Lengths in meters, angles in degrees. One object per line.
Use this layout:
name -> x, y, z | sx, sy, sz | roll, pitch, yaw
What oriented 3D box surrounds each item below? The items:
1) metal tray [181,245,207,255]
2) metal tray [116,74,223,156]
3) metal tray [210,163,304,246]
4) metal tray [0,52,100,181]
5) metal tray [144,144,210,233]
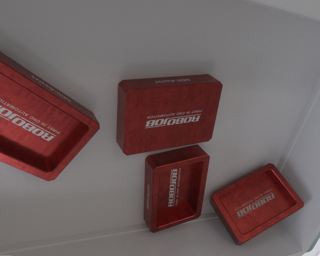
metal tray -> 0.070, 0.301, 0.631 | 0.090, 0.030, 0.130 | -37, 129, -3
metal tray -> 0.012, -0.019, 0.400 | 0.131, 0.030, 0.089 | -8, 122, -24
metal tray -> 0.164, 0.128, 0.532 | 0.131, 0.090, 0.030 | -25, 152, -13
metal tray -> -0.141, -0.007, 0.323 | 0.090, 0.030, 0.130 | -48, 129, 6
metal tray -> 0.023, 0.094, 0.476 | 0.091, 0.030, 0.129 | -11, 123, -23
